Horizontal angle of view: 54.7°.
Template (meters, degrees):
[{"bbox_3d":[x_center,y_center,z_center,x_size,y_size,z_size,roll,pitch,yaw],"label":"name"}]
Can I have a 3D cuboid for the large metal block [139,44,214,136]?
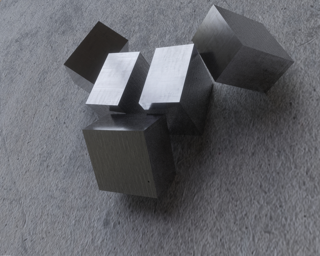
[{"bbox_3d":[0.024,-0.044,0.383,0.050,0.080,0.080,1,62,28],"label":"large metal block"}]

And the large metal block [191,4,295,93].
[{"bbox_3d":[0.096,-0.092,0.368,0.050,0.081,0.080,-56,40,38],"label":"large metal block"}]

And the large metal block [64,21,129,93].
[{"bbox_3d":[-0.091,-0.097,0.464,0.050,0.080,0.080,34,78,1],"label":"large metal block"}]

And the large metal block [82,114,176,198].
[{"bbox_3d":[-0.034,0.029,0.360,0.080,0.079,0.050,1,23,28],"label":"large metal block"}]

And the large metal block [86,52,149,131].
[{"bbox_3d":[-0.042,-0.044,0.418,0.050,0.080,0.080,5,64,30],"label":"large metal block"}]
